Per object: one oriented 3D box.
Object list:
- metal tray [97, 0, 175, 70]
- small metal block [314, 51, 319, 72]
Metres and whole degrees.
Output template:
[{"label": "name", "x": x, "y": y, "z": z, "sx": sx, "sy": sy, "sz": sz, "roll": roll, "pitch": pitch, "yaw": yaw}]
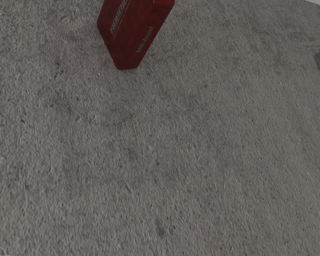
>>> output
[{"label": "metal tray", "x": -0.038, "y": -0.150, "z": 0.407, "sx": 0.030, "sy": 0.129, "sz": 0.090, "roll": -14, "pitch": 69, "yaw": -34}, {"label": "small metal block", "x": 0.381, "y": -0.144, "z": 0.696, "sx": 0.050, "sy": 0.025, "sz": 0.050, "roll": 11, "pitch": 57, "yaw": -23}]
